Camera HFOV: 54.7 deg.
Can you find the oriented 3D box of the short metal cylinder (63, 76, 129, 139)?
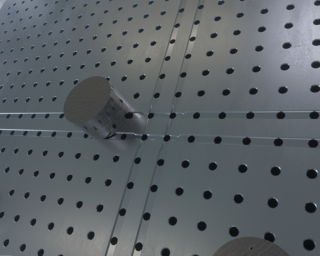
[{"bbox_3d":[-0.094,-0.030,0.460,0.080,0.050,0.080,-13,56,21],"label":"short metal cylinder"}]

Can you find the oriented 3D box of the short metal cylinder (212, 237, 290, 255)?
[{"bbox_3d":[0.083,0.139,0.263,0.080,0.050,0.080,-13,56,21],"label":"short metal cylinder"}]
